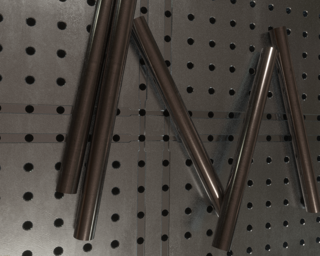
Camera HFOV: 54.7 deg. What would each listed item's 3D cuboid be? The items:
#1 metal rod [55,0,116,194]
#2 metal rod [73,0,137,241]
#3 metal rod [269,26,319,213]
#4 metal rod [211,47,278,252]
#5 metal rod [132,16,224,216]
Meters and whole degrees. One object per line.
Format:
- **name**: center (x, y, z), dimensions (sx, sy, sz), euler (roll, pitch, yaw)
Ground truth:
- **metal rod**: center (-0.084, -0.070, 0.382), dimensions (0.025, 0.025, 0.298), euler (13, 86, -20)
- **metal rod**: center (-0.067, -0.014, 0.380), dimensions (0.025, 0.025, 0.298), euler (10, 90, -20)
- **metal rod**: center (0.217, -0.010, 0.495), dimensions (0.025, 0.025, 0.298), euler (-16, 96, -20)
- **metal rod**: center (0.124, 0.021, 0.443), dimensions (0.025, 0.025, 0.299), euler (22, 76, -19)
- **metal rod**: center (0.032, -0.007, 0.425), dimensions (0.025, 0.025, 0.299), euler (-29, 100, -18)
